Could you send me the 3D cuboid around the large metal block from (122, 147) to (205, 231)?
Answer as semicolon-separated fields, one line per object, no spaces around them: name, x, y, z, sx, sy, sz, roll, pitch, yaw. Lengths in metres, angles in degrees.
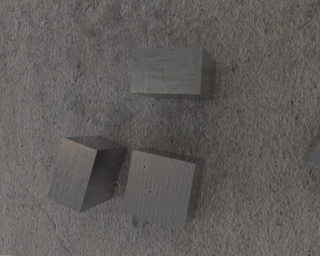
large metal block;0.006;0.073;0.394;0.080;0.050;0.079;11;94;19

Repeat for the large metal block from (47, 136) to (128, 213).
large metal block;-0.094;0.057;0.413;0.050;0.080;0.080;19;96;19

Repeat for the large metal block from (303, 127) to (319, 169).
large metal block;0.209;0.018;0.322;0.080;0.050;0.080;28;99;17

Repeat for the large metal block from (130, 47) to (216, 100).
large metal block;0.019;-0.062;0.373;0.080;0.080;0.050;4;91;20
